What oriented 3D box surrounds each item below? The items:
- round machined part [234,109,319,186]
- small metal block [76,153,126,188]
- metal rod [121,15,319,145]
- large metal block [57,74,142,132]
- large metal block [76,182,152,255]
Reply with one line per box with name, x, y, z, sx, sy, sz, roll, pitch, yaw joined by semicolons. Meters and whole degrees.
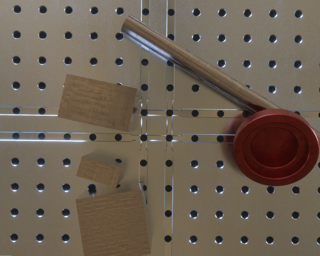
round machined part;0.144;0.021;0.394;0.098;0.042;0.097;5;112;12
small metal block;-0.074;0.053;0.400;0.050;0.050;0.025;17;90;0
metal rod;0.083;-0.061;0.413;0.301;0.025;0.025;32;90;0
large metal block;-0.070;-0.028;0.385;0.080;0.080;0.050;12;90;0
large metal block;-0.057;0.120;0.400;0.080;0.050;0.080;-8;90;0
